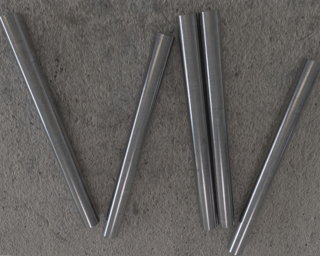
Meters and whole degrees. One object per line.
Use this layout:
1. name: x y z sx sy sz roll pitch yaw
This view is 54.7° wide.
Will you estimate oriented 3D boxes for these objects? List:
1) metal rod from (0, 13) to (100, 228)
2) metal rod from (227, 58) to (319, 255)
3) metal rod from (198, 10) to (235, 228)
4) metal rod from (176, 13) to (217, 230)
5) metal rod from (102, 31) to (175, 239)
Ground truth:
1. metal rod: -0.138 0.005 0.410 0.025 0.025 0.298 -14 110 5
2. metal rod: 0.152 0.053 0.430 0.025 0.025 0.298 13 110 -5
3. metal rod: 0.078 0.003 0.411 0.025 0.025 0.298 -8 110 3
4. metal rod: 0.052 0.006 0.412 0.025 0.025 0.298 -8 110 3
5. metal rod: -0.034 0.023 0.417 0.025 0.025 0.298 15 109 -6
